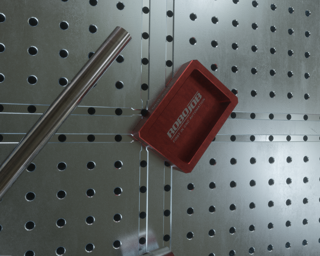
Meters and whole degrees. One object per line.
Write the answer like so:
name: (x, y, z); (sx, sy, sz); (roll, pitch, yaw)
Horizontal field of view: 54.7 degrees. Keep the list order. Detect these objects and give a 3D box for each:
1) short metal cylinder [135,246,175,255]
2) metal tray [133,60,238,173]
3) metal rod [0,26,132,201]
short metal cylinder: (-0.005, 0.194, 0.382); (0.050, 0.080, 0.080); (-11, 94, -20)
metal tray: (0.037, -0.016, 0.423); (0.090, 0.030, 0.130); (39, 77, -16)
metal rod: (-0.132, -0.002, 0.363); (0.025, 0.025, 0.300); (40, 77, -16)
